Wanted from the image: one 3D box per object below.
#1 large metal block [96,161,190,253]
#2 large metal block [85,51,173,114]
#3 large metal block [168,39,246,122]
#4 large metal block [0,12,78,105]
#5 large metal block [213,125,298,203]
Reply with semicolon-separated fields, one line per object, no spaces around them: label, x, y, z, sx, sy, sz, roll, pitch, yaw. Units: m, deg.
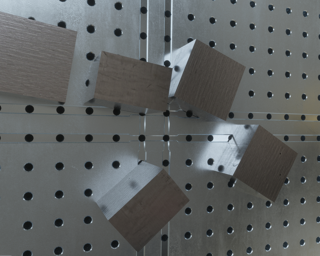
large metal block;-0.024;0.089;0.376;0.080;0.080;0.050;-42;104;-15
large metal block;-0.041;-0.049;0.369;0.081;0.080;0.050;10;87;-20
large metal block;0.058;-0.061;0.422;0.080;0.050;0.080;24;82;-19
large metal block;-0.142;-0.073;0.347;0.081;0.050;0.080;10;87;-20
large metal block;0.140;0.050;0.453;0.080;0.050;0.080;33;79;-17
